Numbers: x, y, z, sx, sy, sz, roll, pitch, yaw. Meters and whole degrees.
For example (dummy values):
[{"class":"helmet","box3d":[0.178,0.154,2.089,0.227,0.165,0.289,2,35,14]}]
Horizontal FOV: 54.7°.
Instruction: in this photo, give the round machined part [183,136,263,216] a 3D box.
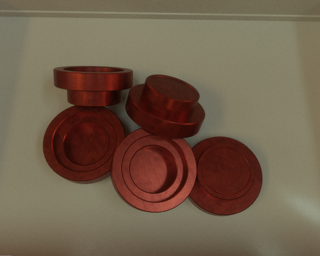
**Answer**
[{"class":"round machined part","box3d":[0.077,0.056,0.379,0.099,0.042,0.098,0,70,-1]}]

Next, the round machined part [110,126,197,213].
[{"class":"round machined part","box3d":[-0.010,0.050,0.368,0.099,0.042,0.098,3,76,-13]}]

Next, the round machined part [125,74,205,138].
[{"class":"round machined part","box3d":[0.010,-0.033,0.382,0.099,0.042,0.098,15,30,-8]}]

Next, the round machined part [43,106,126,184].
[{"class":"round machined part","box3d":[-0.090,0.022,0.389,0.099,0.042,0.098,0,70,-1]}]

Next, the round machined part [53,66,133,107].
[{"class":"round machined part","box3d":[-0.084,-0.054,0.399,0.099,0.098,0.042,3,106,0]}]
